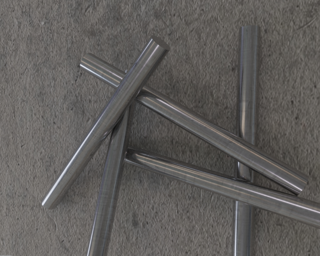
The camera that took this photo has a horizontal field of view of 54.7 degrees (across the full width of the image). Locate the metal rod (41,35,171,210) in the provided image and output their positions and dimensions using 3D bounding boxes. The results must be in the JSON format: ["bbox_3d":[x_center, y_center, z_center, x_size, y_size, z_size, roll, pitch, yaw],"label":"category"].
[{"bbox_3d":[-0.083,0.011,0.400,0.025,0.025,0.298,47,118,14],"label":"metal rod"}]

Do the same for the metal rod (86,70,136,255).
[{"bbox_3d":[-0.062,0.069,0.389,0.025,0.025,0.299,5,76,20],"label":"metal rod"}]

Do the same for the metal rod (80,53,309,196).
[{"bbox_3d":[0.027,-0.013,0.369,0.300,0.025,0.025,31,100,16],"label":"metal rod"}]

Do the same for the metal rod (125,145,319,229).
[{"bbox_3d":[0.066,0.064,0.362,0.300,0.025,0.025,14,95,28],"label":"metal rod"}]

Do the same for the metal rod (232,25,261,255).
[{"bbox_3d":[0.103,0.030,0.372,0.025,0.025,0.298,2,91,20],"label":"metal rod"}]
